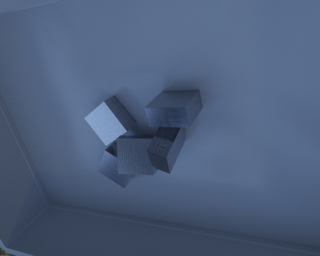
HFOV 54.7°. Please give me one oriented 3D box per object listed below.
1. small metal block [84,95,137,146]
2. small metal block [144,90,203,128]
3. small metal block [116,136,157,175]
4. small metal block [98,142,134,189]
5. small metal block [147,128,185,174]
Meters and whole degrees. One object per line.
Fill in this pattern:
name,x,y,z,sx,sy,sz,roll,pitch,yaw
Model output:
small metal block,-0.070,-0.010,0.436,0.050,0.025,0.050,-33,97,38
small metal block,0.018,-0.024,0.368,0.050,0.050,0.025,1,119,27
small metal block,-0.031,0.037,0.429,0.050,0.025,0.050,0,97,14
small metal block,-0.063,0.057,0.475,0.050,0.025,0.050,31,128,7
small metal block,0.009,0.022,0.389,0.025,0.050,0.050,18,153,17
